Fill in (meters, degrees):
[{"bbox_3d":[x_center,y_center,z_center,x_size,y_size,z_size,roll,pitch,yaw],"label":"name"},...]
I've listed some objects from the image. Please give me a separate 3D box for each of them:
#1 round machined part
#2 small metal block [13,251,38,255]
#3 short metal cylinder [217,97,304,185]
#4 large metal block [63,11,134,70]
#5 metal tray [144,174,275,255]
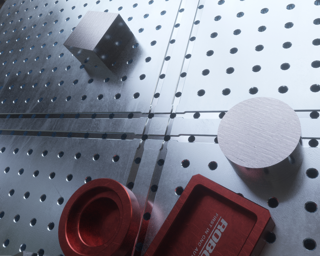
[{"bbox_3d":[-0.066,0.112,0.363,0.098,0.042,0.098,-13,56,21],"label":"round machined part"},{"bbox_3d":[-0.181,0.190,0.387,0.050,0.025,0.050,-28,52,10],"label":"small metal block"},{"bbox_3d":[0.107,0.014,0.327,0.080,0.050,0.080,-13,56,21],"label":"short metal cylinder"},{"bbox_3d":[-0.108,-0.156,0.545,0.080,0.050,0.080,20,72,35],"label":"large metal block"},{"bbox_3d":[0.042,0.122,0.308,0.090,0.030,0.130,24,75,36],"label":"metal tray"}]
